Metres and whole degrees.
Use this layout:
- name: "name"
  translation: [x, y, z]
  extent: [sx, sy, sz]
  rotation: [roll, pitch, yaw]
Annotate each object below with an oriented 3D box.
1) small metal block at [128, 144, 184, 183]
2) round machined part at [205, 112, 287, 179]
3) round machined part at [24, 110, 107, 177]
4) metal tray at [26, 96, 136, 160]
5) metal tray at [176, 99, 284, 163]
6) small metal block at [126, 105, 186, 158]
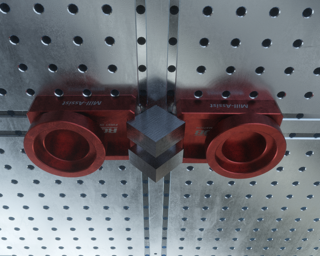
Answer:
- name: "small metal block"
  translation: [-0.005, 0.036, 0.407]
  extent: [0.050, 0.050, 0.025]
  rotation: [33, 139, 32]
- name: "round machined part"
  translation: [0.107, 0.018, 0.400]
  extent: [0.099, 0.042, 0.097]
  rotation: [0, 130, 0]
- name: "round machined part"
  translation: [-0.117, 0.016, 0.396]
  extent: [0.099, 0.042, 0.097]
  rotation: [0, 130, 0]
- name: "metal tray"
  translation: [-0.095, 0.002, 0.411]
  extent: [0.131, 0.030, 0.089]
  rotation: [-1, 132, 0]
- name: "metal tray"
  translation: [0.086, 0.006, 0.415]
  extent: [0.131, 0.030, 0.089]
  rotation: [0, 131, -1]
- name: "small metal block"
  translation: [-0.005, 0.002, 0.378]
  extent: [0.050, 0.050, 0.025]
  rotation: [33, 139, 32]
